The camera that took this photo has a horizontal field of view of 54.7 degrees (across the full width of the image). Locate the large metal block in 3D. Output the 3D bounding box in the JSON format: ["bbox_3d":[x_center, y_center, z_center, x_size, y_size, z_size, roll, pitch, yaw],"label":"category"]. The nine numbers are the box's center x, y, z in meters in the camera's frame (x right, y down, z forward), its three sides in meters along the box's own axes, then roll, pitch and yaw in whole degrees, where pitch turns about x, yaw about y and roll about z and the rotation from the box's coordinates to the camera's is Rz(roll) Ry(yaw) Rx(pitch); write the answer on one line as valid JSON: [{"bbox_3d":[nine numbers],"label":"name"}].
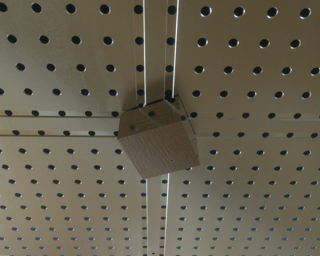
[{"bbox_3d":[0.000,0.015,0.404,0.080,0.050,0.080,-16,129,13],"label":"large metal block"}]
